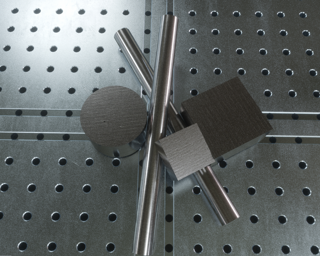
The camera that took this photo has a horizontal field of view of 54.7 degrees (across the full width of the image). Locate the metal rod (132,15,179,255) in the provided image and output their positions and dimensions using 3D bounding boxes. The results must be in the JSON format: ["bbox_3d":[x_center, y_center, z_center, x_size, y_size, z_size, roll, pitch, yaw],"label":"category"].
[{"bbox_3d":[-0.004,-0.001,0.387,0.025,0.025,0.299,6,78,2],"label":"metal rod"}]

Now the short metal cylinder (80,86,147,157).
[{"bbox_3d":[-0.056,-0.007,0.397,0.081,0.050,0.080,0,70,-1],"label":"short metal cylinder"}]

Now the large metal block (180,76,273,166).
[{"bbox_3d":[0.081,-0.007,0.397,0.080,0.050,0.080,-26,72,-9],"label":"large metal block"}]

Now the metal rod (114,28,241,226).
[{"bbox_3d":[0.014,-0.014,0.413,0.025,0.025,0.299,-27,73,-9],"label":"metal rod"}]

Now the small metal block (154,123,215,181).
[{"bbox_3d":[0.028,0.028,0.364,0.050,0.025,0.050,-24,87,-17],"label":"small metal block"}]
